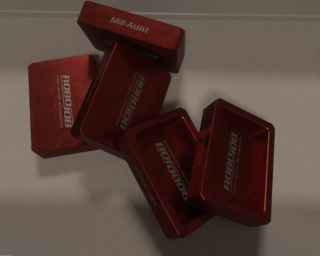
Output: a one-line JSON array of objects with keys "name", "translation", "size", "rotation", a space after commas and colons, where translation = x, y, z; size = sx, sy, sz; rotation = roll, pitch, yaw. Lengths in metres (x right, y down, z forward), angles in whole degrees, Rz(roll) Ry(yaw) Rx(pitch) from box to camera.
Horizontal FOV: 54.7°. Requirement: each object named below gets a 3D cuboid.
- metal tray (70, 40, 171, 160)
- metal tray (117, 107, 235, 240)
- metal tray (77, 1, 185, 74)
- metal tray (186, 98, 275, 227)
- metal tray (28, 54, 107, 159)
[{"name": "metal tray", "translation": [-0.044, -0.032, 0.392], "size": [0.090, 0.030, 0.130], "rotation": [30, 67, -30]}, {"name": "metal tray", "translation": [0.019, 0.049, 0.361], "size": [0.091, 0.030, 0.130], "rotation": [-23, 79, -33]}, {"name": "metal tray", "translation": [-0.033, -0.118, 0.415], "size": [0.131, 0.090, 0.030], "rotation": [18, 84, 6]}, {"name": "metal tray", "translation": [0.088, 0.039, 0.364], "size": [0.090, 0.030, 0.130], "rotation": [24, 59, -15]}, {"name": "metal tray", "translation": [-0.124, -0.031, 0.417], "size": [0.091, 0.030, 0.129], "rotation": [-9, 70, -4]}]
